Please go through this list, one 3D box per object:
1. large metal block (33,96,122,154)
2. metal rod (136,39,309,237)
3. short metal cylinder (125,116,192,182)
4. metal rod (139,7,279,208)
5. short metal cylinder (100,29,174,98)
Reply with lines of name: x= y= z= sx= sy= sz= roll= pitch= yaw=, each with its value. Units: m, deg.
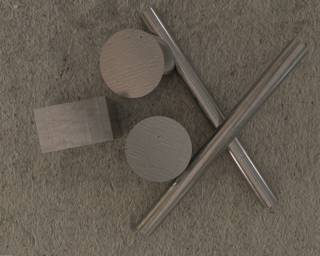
large metal block: x=-0.096 y=-0.004 z=0.382 sx=0.080 sy=0.080 sz=0.050 roll=-11 pitch=90 yaw=0
metal rod: x=0.071 y=0.019 z=0.387 sx=0.025 sy=0.025 sz=0.299 roll=39 pitch=99 yaw=0
short metal cylinder: x=-0.002 y=0.025 z=0.397 sx=0.081 sy=0.050 sz=0.079 roll=0 pitch=90 yaw=0
metal rod: x=0.065 y=-0.026 z=0.410 sx=0.025 sy=0.025 sz=0.299 roll=-33 pitch=90 yaw=0
short metal cylinder: x=-0.027 y=-0.079 z=0.385 sx=0.080 sy=0.050 sz=0.079 roll=3 pitch=101 yaw=15
